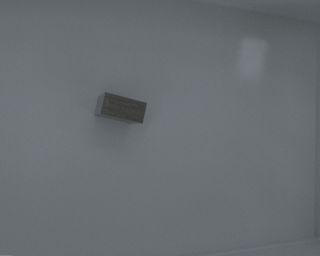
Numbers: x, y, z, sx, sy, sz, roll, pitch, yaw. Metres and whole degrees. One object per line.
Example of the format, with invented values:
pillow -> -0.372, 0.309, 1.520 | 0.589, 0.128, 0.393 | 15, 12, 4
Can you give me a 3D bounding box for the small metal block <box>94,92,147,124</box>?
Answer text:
small metal block -> -0.049, -0.023, 0.379 | 0.050, 0.050, 0.025 | 13, 86, -20
